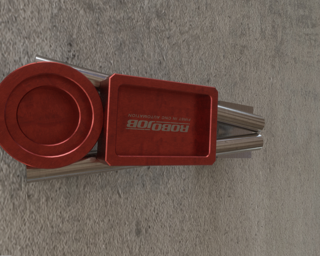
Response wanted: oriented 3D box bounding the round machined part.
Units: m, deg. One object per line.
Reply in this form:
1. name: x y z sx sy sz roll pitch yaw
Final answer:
1. round machined part: -0.108 -0.012 0.298 0.099 0.042 0.097 0 90 -30

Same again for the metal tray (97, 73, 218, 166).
1. metal tray: 0.001 -0.005 0.338 0.131 0.030 0.089 3 88 -28

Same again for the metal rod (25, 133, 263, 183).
1. metal rod: 0.004 0.030 0.370 0.303 0.025 0.025 -5 93 -28

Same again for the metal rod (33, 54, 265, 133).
1. metal rod: 0.008 -0.033 0.372 0.302 0.025 0.025 12 82 -27

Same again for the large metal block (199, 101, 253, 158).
1. large metal block: 0.096 0.004 0.471 0.081 0.050 0.080 5 87 -40
